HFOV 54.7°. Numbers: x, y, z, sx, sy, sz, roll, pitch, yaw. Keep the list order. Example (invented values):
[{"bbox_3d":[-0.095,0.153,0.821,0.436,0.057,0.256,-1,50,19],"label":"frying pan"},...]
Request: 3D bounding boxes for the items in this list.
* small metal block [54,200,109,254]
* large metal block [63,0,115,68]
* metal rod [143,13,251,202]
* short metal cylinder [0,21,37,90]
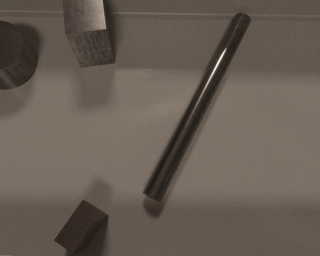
[{"bbox_3d":[-0.088,0.113,0.354,0.025,0.050,0.050,31,73,10],"label":"small metal block"},{"bbox_3d":[-0.098,-0.142,0.431,0.050,0.080,0.080,-9,70,-3],"label":"large metal block"},{"bbox_3d":[0.058,-0.040,0.425,0.025,0.025,0.300,26,72,8],"label":"metal rod"},{"bbox_3d":[-0.221,-0.100,0.430,0.081,0.050,0.080,0,70,0],"label":"short metal cylinder"}]
